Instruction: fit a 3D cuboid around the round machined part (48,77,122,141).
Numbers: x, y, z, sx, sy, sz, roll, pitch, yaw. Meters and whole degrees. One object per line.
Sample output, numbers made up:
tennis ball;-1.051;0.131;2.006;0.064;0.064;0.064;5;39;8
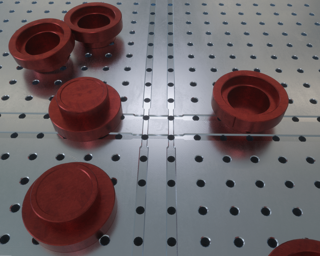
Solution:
round machined part;-0.102;-0.033;0.424;0.099;0.042;0.098;0;50;0

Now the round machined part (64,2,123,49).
round machined part;-0.115;-0.177;0.545;0.099;0.042;0.098;0;50;0

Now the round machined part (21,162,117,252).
round machined part;-0.098;0.077;0.332;0.099;0.042;0.098;0;50;0

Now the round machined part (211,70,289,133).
round machined part;0.119;-0.031;0.424;0.099;0.042;0.098;0;50;0

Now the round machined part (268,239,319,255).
round machined part;0.132;0.152;0.269;0.099;0.042;0.098;0;50;0

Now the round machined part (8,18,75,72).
round machined part;-0.185;-0.128;0.498;0.098;0.042;0.098;-3;56;4
